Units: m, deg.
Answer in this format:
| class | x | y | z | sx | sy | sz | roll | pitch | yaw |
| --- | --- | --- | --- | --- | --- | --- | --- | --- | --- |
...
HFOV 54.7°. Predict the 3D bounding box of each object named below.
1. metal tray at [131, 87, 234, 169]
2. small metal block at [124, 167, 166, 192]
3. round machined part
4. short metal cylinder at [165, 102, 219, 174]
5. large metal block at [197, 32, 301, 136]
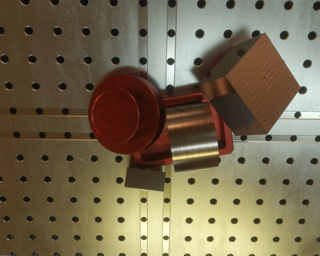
| class | x | y | z | sx | sy | sz | roll | pitch | yaw |
| --- | --- | --- | --- | --- | --- | --- | --- | --- | --- |
| metal tray | 0.025 | -0.001 | 0.408 | 0.131 | 0.030 | 0.089 | -11 | 110 | 3 |
| small metal block | -0.020 | 0.072 | 0.420 | 0.050 | 0.050 | 0.025 | 8 | 76 | -2 |
| round machined part | -0.047 | -0.016 | 0.374 | 0.098 | 0.042 | 0.097 | 2 | 96 | 22 |
| short metal cylinder | 0.037 | 0.011 | 0.371 | 0.050 | 0.080 | 0.079 | -9 | 110 | 2 |
| large metal block | 0.104 | -0.048 | 0.358 | 0.080 | 0.050 | 0.080 | -47 | 108 | -23 |
